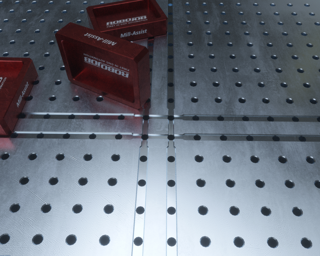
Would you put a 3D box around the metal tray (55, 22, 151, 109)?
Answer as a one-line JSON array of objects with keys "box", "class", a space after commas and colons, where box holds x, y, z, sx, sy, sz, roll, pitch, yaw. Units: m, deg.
[{"box": [-0.078, -0.087, 0.438, 0.130, 0.090, 0.030, 22, 54, 18], "class": "metal tray"}]

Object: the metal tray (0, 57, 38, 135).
[{"box": [-0.242, -0.050, 0.445, 0.090, 0.030, 0.130, 2, 50, 1], "class": "metal tray"}]

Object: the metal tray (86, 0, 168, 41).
[{"box": [-0.061, -0.199, 0.571, 0.131, 0.030, 0.090, -15, 52, -13], "class": "metal tray"}]
